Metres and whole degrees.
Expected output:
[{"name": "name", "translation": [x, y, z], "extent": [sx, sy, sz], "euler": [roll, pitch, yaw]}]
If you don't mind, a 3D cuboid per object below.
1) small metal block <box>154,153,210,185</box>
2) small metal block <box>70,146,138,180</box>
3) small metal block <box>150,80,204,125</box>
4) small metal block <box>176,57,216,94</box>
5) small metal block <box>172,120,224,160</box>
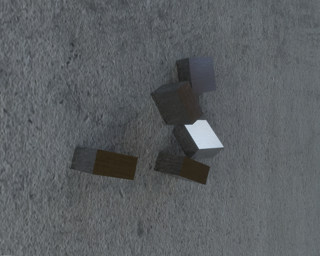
[{"name": "small metal block", "translation": [0.029, 0.054, 0.412], "extent": [0.050, 0.050, 0.025], "euler": [25, 76, -37]}, {"name": "small metal block", "translation": [-0.061, 0.038, 0.337], "extent": [0.050, 0.050, 0.025], "euler": [17, 80, -39]}, {"name": "small metal block", "translation": [0.022, -0.032, 0.406], "extent": [0.025, 0.050, 0.050], "euler": [-41, 115, -32]}, {"name": "small metal block", "translation": [0.053, -0.075, 0.449], "extent": [0.050, 0.025, 0.050], "euler": [-13, 98, -39]}, {"name": "small metal block", "translation": [0.053, 0.016, 0.431], "extent": [0.050, 0.025, 0.050], "euler": [0, 50, -40]}]
